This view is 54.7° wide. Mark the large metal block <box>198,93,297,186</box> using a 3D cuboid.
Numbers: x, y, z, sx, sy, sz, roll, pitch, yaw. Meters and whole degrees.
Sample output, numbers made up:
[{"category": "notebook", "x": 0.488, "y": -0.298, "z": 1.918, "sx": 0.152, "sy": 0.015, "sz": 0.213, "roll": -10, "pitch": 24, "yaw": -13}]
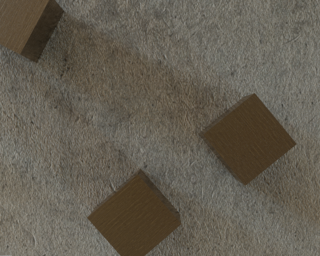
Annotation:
[{"category": "large metal block", "x": 0.109, "y": 0.014, "z": 0.398, "sx": 0.080, "sy": 0.050, "sz": 0.080, "roll": -39, "pitch": 90, "yaw": 0}]

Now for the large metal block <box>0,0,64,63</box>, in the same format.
[{"category": "large metal block", "x": -0.184, "y": -0.142, "z": 0.396, "sx": 0.080, "sy": 0.050, "sz": 0.080, "roll": 28, "pitch": 90, "yaw": 0}]

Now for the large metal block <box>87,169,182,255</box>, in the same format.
[{"category": "large metal block", "x": -0.031, "y": 0.112, "z": 0.397, "sx": 0.080, "sy": 0.050, "sz": 0.080, "roll": -41, "pitch": 90, "yaw": 0}]
